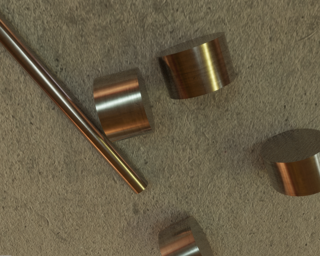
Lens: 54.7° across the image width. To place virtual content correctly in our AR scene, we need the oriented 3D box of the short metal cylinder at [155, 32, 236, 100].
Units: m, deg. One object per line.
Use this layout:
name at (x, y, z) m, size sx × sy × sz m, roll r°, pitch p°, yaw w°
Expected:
short metal cylinder at (0.041, -0.072, 0.354) m, size 0.080 × 0.080 × 0.050 m, roll -18°, pitch 109°, yaw 6°

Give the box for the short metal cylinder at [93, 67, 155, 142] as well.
short metal cylinder at (-0.041, -0.027, 0.370) m, size 0.050 × 0.080 × 0.080 m, roll -14°, pitch 110°, yaw 5°

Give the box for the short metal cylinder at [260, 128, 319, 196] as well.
short metal cylinder at (0.177, 0.042, 0.398) m, size 0.080 × 0.080 × 0.050 m, roll -22°, pitch 109°, yaw 8°

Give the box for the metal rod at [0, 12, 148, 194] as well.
metal rod at (-0.116, -0.028, 0.398) m, size 0.025 × 0.025 × 0.300 m, roll -35°, pitch 107°, yaw 12°

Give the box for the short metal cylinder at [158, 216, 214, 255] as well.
short metal cylinder at (0.040, 0.176, 0.446) m, size 0.050 × 0.080 × 0.080 m, roll -29°, pitch 108°, yaw 10°
